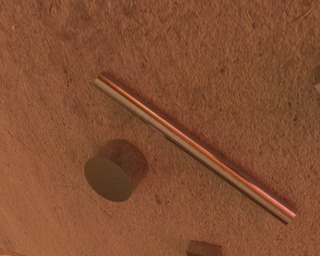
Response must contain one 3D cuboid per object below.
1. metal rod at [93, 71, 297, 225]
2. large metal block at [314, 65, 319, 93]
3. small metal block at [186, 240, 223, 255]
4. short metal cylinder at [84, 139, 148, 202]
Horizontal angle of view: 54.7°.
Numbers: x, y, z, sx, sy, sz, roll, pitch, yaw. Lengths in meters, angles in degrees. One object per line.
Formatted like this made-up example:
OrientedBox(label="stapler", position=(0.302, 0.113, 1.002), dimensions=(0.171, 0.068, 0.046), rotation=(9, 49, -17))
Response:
OrientedBox(label="metal rod", position=(0.042, 0.023, 0.399), dimensions=(0.301, 0.025, 0.025), rotation=(36, 129, 4))
OrientedBox(label="large metal block", position=(0.195, -0.036, 0.266), dimensions=(0.080, 0.050, 0.080), rotation=(49, 129, -7))
OrientedBox(label="small metal block", position=(0.074, 0.212, 0.499), dimensions=(0.050, 0.025, 0.050), rotation=(1, 119, 28))
OrientedBox(label="short metal cylinder", position=(-0.065, 0.063, 0.464), dimensions=(0.080, 0.050, 0.079), rotation=(13, 124, 21))
